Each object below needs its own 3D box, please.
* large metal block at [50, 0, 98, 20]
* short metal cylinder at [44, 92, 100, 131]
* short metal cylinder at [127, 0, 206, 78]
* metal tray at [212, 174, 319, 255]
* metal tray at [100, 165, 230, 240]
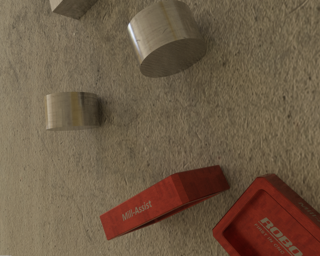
[{"bbox_3d":[-0.140,-0.239,0.504,0.080,0.050,0.080,-26,74,37],"label":"large metal block"},{"bbox_3d":[-0.136,-0.024,0.482,0.080,0.081,0.050,-8,85,40],"label":"short metal cylinder"},{"bbox_3d":[0.007,-0.101,0.363,0.080,0.081,0.050,-31,71,36],"label":"short metal cylinder"},{"bbox_3d":[0.124,0.120,0.299,0.130,0.030,0.089,46,117,30],"label":"metal tray"},{"bbox_3d":[0.004,0.086,0.359,0.130,0.091,0.030,-36,68,34],"label":"metal tray"}]
